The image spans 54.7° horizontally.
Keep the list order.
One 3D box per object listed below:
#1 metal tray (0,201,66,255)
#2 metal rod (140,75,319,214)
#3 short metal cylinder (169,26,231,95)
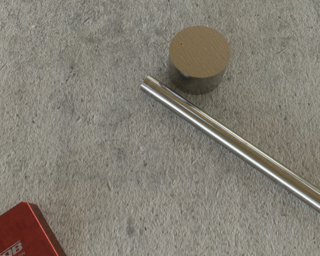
[{"bbox_3d":[-0.182,0.157,0.347,0.131,0.030,0.090,-34,74,-12],"label":"metal tray"},{"bbox_3d":[0.101,0.022,0.400,0.300,0.025,0.025,35,74,12],"label":"metal rod"},{"bbox_3d":[0.052,-0.093,0.429,0.081,0.050,0.080,0,70,0],"label":"short metal cylinder"}]
